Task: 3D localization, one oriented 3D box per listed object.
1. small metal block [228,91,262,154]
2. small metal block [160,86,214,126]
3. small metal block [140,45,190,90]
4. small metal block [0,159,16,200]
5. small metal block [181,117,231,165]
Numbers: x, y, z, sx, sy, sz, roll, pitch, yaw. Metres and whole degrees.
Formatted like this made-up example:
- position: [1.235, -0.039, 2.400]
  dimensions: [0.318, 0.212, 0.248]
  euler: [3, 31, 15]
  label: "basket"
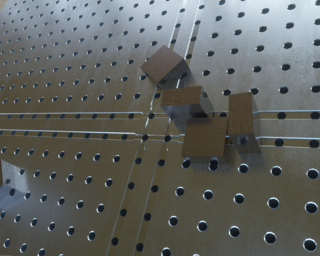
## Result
- position: [0.095, -0.004, 0.346]
  dimensions: [0.025, 0.050, 0.050]
  euler: [-7, 59, 25]
  label: "small metal block"
- position: [0.035, -0.026, 0.391]
  dimensions: [0.050, 0.050, 0.025]
  euler: [-3, 61, 27]
  label: "small metal block"
- position: [0.007, -0.089, 0.460]
  dimensions: [0.050, 0.025, 0.050]
  euler: [-43, 51, -2]
  label: "small metal block"
- position: [-0.261, 0.087, 0.494]
  dimensions: [0.050, 0.025, 0.050]
  euler: [-34, 51, 6]
  label: "small metal block"
- position: [0.057, 0.015, 0.370]
  dimensions: [0.050, 0.025, 0.050]
  euler: [-1, 61, 27]
  label: "small metal block"
